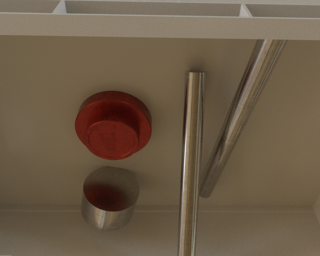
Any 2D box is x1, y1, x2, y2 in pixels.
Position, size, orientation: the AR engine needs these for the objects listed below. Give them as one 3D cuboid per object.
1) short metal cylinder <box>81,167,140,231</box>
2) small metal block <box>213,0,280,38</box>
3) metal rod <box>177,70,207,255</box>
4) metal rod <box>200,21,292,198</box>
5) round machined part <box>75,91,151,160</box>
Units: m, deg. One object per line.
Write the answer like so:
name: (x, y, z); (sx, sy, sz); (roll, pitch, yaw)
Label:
short metal cylinder: (-0.075, 0.104, 0.461); (0.081, 0.080, 0.050); (10, 129, -9)
small metal block: (0.081, -0.110, 0.300); (0.050, 0.050, 0.025); (0, 130, -1)
metal rod: (0.038, 0.078, 0.399); (0.025, 0.025, 0.298); (1, 106, -1)
metal rod: (0.086, 0.008, 0.382); (0.025, 0.025, 0.298); (4, 141, -4)
round machined part: (-0.060, 0.004, 0.400); (0.099, 0.042, 0.097); (-1, 130, 0)
